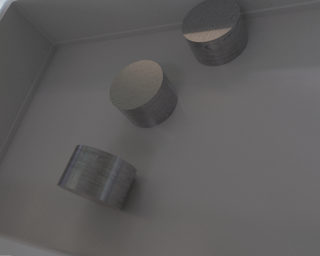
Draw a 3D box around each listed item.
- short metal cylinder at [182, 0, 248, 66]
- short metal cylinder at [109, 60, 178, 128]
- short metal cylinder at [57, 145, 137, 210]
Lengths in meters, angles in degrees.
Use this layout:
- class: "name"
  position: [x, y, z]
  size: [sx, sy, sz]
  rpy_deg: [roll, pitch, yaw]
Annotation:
- class: "short metal cylinder"
  position: [0.077, -0.133, 0.431]
  size: [0.080, 0.050, 0.080]
  rpy_deg: [-13, 56, 21]
- class: "short metal cylinder"
  position: [-0.022, -0.047, 0.430]
  size: [0.080, 0.050, 0.080]
  rpy_deg: [-13, 56, 21]
- class: "short metal cylinder"
  position: [-0.074, 0.061, 0.372]
  size: [0.080, 0.080, 0.050]
  rpy_deg: [8, 66, 32]
